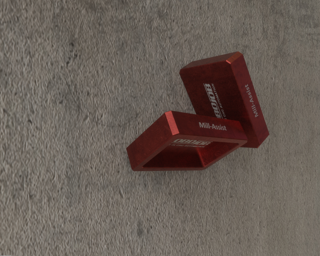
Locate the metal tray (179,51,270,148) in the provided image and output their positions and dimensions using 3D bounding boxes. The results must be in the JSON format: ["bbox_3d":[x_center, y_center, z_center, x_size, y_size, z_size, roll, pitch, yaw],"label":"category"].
[{"bbox_3d":[0.090,-0.035,0.436,0.030,0.090,0.129,-39,114,-34],"label":"metal tray"}]

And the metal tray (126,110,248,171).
[{"bbox_3d":[0.036,0.021,0.390,0.131,0.090,0.030,6,55,-40],"label":"metal tray"}]
